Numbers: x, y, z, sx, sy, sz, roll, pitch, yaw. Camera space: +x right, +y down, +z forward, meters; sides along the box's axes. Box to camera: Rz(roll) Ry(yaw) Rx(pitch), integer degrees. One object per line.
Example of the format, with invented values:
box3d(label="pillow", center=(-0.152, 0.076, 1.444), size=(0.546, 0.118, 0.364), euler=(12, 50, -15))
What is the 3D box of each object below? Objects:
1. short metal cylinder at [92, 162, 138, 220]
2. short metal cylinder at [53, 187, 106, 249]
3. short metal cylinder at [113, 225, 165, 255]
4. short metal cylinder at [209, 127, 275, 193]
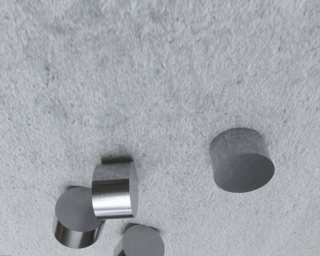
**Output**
box3d(label="short metal cylinder", center=(-0.062, 0.090, 0.447), size=(0.050, 0.080, 0.080), euler=(-4, 130, 3))
box3d(label="short metal cylinder", center=(-0.126, 0.141, 0.489), size=(0.081, 0.080, 0.050), euler=(13, 129, -11))
box3d(label="short metal cylinder", center=(-0.038, 0.225, 0.562), size=(0.081, 0.080, 0.050), euler=(18, 128, -15))
box3d(label="short metal cylinder", center=(0.112, 0.046, 0.432), size=(0.081, 0.050, 0.079), euler=(0, 130, 0))
